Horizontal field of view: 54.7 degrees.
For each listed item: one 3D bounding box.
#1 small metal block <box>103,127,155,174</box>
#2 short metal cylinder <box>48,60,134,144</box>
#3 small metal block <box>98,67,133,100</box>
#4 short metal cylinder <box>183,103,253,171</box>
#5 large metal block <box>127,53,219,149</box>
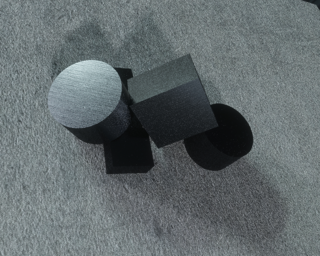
[{"bbox_3d":[-0.039,0.027,0.369,0.050,0.025,0.050,3,61,-27],"label":"small metal block"},{"bbox_3d":[-0.074,-0.028,0.344,0.080,0.050,0.080,-3,68,9],"label":"short metal cylinder"},{"bbox_3d":[-0.060,-0.052,0.405,0.050,0.025,0.050,-1,62,-29],"label":"small metal block"},{"bbox_3d":[0.079,0.013,0.426,0.081,0.050,0.080,14,56,-21],"label":"short metal cylinder"},{"bbox_3d":[0.016,-0.030,0.375,0.050,0.080,0.080,-100,164,-45],"label":"large metal block"}]
